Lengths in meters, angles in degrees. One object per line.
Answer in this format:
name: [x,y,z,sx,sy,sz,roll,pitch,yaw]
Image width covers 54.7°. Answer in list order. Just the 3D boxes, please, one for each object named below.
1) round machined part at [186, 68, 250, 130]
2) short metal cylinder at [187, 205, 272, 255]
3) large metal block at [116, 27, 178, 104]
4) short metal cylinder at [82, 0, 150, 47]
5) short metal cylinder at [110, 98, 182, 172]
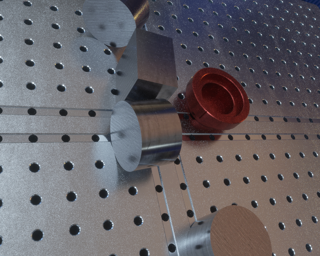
round machined part: [0.081,-0.039,0.465,0.099,0.042,0.098,14,56,-21]
short metal cylinder: [0.078,0.134,0.352,0.081,0.050,0.080,14,57,-21]
large metal block: [-0.021,-0.067,0.402,0.050,0.080,0.080,10,58,-23]
short metal cylinder: [-0.061,-0.163,0.439,0.080,0.080,0.050,31,52,-8]
short metal cylinder: [-0.018,0.007,0.359,0.050,0.080,0.080,-7,65,-31]
